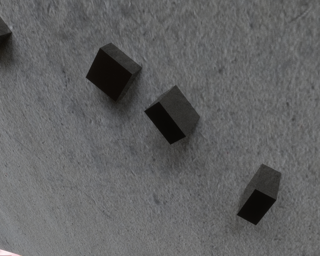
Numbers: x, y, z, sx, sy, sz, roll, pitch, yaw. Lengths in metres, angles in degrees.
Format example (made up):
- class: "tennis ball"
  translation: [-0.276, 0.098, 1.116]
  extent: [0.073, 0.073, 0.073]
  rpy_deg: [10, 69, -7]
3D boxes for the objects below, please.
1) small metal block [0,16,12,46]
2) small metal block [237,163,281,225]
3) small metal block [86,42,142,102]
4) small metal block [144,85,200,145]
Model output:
- class: "small metal block"
  translation: [-0.251, -0.144, 0.447]
  extent: [0.050, 0.025, 0.050]
  rpy_deg: [-26, 105, 36]
- class: "small metal block"
  translation: [0.121, 0.080, 0.376]
  extent: [0.025, 0.050, 0.050]
  rpy_deg: [28, 128, 11]
- class: "small metal block"
  translation: [-0.059, -0.070, 0.393]
  extent: [0.050, 0.025, 0.050]
  rpy_deg: [39, 129, 1]
- class: "small metal block"
  translation: [0.016, -0.017, 0.371]
  extent: [0.025, 0.050, 0.050]
  rpy_deg: [-31, 102, 38]
